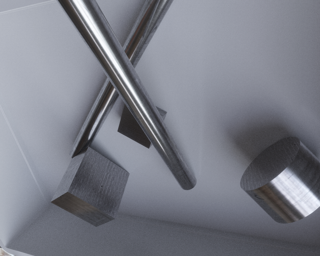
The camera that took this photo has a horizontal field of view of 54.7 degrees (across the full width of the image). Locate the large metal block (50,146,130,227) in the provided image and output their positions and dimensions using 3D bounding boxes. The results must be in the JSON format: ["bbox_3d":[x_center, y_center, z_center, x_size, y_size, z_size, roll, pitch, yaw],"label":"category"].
[{"bbox_3d":[-0.102,0.089,0.465,0.080,0.080,0.050,38,132,-23],"label":"large metal block"}]

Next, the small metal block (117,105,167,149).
[{"bbox_3d":[-0.024,-0.008,0.415,0.050,0.025,0.050,28,128,10],"label":"small metal block"}]

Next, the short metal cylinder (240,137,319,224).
[{"bbox_3d":[0.135,0.055,0.336,0.050,0.080,0.080,45,129,-3],"label":"short metal cylinder"}]

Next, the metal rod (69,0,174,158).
[{"bbox_3d":[-0.064,-0.050,0.410,0.025,0.025,0.298,39,129,2],"label":"metal rod"}]

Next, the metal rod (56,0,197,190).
[{"bbox_3d":[-0.013,-0.013,0.328,0.025,0.025,0.299,2,144,27],"label":"metal rod"}]
